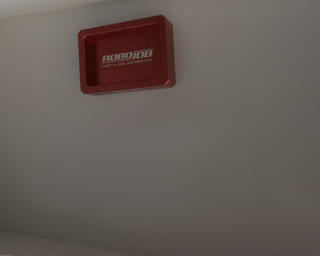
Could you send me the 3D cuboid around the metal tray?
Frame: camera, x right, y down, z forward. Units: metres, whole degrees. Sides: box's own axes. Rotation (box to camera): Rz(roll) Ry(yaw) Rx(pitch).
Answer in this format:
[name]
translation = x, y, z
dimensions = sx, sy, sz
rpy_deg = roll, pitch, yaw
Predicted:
[metal tray]
translation = -0.047, -0.096, 0.424
dimensions = 0.130, 0.030, 0.090
rpy_deg = -3, 89, 20
